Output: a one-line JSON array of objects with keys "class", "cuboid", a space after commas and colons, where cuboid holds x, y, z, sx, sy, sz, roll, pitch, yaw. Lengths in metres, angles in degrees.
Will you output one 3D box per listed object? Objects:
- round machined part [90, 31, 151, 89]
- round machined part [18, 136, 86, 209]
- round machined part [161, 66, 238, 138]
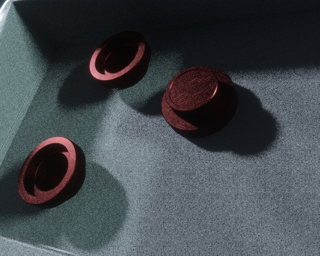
[{"class": "round machined part", "cuboid": [-0.058, -0.102, 0.488, 0.098, 0.042, 0.098, -13, 56, 21]}, {"class": "round machined part", "cuboid": [-0.144, 0.064, 0.431, 0.098, 0.042, 0.098, -13, 56, 21]}, {"class": "round machined part", "cuboid": [0.046, -0.040, 0.395, 0.098, 0.042, 0.098, -13, 56, 21]}]
